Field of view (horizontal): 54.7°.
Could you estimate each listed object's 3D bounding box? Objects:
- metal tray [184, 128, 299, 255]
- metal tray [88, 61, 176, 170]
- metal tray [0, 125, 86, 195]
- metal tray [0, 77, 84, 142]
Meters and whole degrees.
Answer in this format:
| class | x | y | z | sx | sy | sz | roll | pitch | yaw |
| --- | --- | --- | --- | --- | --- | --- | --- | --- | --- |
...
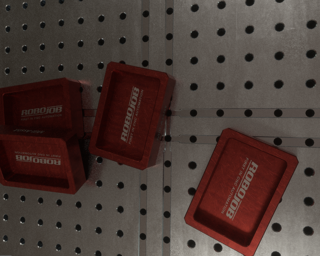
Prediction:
| class | x | y | z | sx | sy | sz | roll | pitch | yaw |
| --- | --- | --- | --- | --- | --- | --- | --- | --- | --- |
| metal tray | 0.096 | 0.075 | 0.375 | 0.090 | 0.030 | 0.129 | 25 | 98 | 18 |
| metal tray | -0.039 | -0.017 | 0.422 | 0.090 | 0.030 | 0.129 | 15 | 95 | 19 |
| metal tray | -0.179 | 0.045 | 0.448 | 0.131 | 0.030 | 0.089 | 3 | 116 | 15 |
| metal tray | -0.183 | -0.023 | 0.472 | 0.130 | 0.030 | 0.089 | -5 | 88 | 19 |
